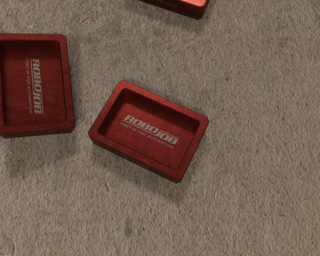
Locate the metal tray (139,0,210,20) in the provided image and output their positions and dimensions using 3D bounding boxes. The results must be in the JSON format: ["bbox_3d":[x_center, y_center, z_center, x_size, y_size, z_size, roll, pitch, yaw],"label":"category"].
[{"bbox_3d":[0.020,-0.233,0.490,0.131,0.030,0.090,21,71,7],"label":"metal tray"}]

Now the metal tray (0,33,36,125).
[{"bbox_3d":[-0.236,-0.068,0.427,0.090,0.030,0.130,21,71,7],"label":"metal tray"}]

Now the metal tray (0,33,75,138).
[{"bbox_3d":[-0.163,-0.056,0.400,0.091,0.030,0.129,-5,79,-19],"label":"metal tray"}]

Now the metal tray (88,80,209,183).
[{"bbox_3d":[-0.014,0.004,0.403,0.130,0.030,0.090,25,72,8],"label":"metal tray"}]
